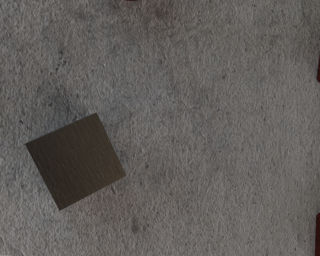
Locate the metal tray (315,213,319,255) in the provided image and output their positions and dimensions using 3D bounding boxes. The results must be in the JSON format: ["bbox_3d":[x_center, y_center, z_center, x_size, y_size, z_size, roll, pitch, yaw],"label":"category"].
[{"bbox_3d":[0.326,0.189,0.526,0.131,0.030,0.089,2,89,-20],"label":"metal tray"}]

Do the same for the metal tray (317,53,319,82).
[{"bbox_3d":[0.333,-0.111,0.528,0.131,0.030,0.089,10,87,-20],"label":"metal tray"}]

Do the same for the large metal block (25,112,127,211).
[{"bbox_3d":[-0.097,0.035,0.360,0.081,0.050,0.080,-26,99,-18],"label":"large metal block"}]
